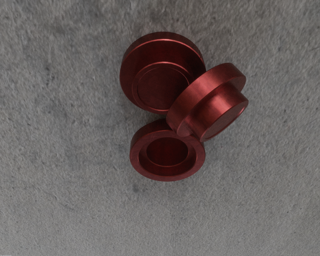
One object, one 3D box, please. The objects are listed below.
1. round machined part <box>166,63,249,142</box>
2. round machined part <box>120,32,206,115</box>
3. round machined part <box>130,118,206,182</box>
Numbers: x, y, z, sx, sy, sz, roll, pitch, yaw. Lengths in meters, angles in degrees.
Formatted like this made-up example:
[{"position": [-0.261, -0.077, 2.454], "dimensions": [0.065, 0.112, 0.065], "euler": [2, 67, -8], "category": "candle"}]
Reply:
[{"position": [0.058, -0.022, 0.343], "dimensions": [0.098, 0.042, 0.098], "euler": [-35, 161, -13], "category": "round machined part"}, {"position": [0.004, -0.054, 0.350], "dimensions": [0.099, 0.042, 0.097], "euler": [-1, 130, 0], "category": "round machined part"}, {"position": [0.010, 0.025, 0.417], "dimensions": [0.099, 0.042, 0.097], "euler": [0, 131, 0], "category": "round machined part"}]
